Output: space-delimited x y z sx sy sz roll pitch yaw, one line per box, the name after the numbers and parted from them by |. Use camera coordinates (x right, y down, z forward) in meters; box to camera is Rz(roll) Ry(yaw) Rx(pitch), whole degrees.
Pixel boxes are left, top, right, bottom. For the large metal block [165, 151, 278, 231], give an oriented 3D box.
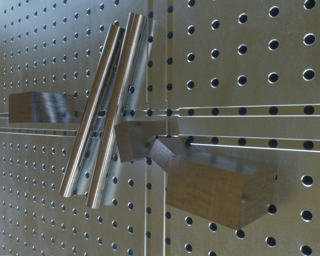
0.064 0.058 0.320 0.080 0.081 0.050 10 97 39 | large metal block

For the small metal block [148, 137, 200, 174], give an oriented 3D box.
0.024 0.036 0.374 0.050 0.050 0.025 40 116 33 | small metal block

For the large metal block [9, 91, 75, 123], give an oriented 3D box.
-0.207 -0.033 0.545 0.080 0.081 0.050 0 90 40 | large metal block

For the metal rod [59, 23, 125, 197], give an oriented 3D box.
-0.114 -0.018 0.503 0.025 0.025 0.298 34 111 35 | metal rod

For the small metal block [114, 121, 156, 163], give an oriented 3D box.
-0.031 0.018 0.419 0.025 0.050 0.050 -20 78 38 | small metal block

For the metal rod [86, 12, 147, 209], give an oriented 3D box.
-0.069 -0.018 0.466 0.025 0.025 0.298 24 105 37 | metal rod
